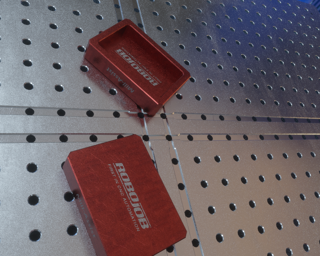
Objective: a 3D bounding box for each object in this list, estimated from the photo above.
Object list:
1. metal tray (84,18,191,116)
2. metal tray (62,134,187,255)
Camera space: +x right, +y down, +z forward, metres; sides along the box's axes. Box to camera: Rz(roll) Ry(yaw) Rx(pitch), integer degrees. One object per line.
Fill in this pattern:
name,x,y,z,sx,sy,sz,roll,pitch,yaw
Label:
metal tray,-0.030,-0.090,0.444,0.130,0.030,0.090,42,51,0
metal tray,-0.039,0.078,0.338,0.091,0.030,0.130,-16,70,-35
